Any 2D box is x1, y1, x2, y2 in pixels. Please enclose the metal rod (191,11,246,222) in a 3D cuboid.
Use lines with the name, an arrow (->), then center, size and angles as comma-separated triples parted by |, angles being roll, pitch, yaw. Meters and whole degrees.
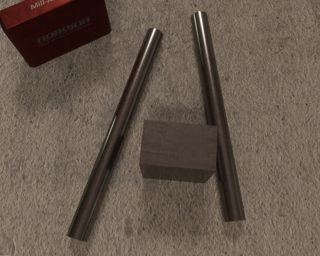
metal rod -> 0.074, -0.029, 0.419 | 0.025, 0.025, 0.299 | -5, 70, -2

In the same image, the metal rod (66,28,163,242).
metal rod -> -0.052, -0.005, 0.409 | 0.025, 0.025, 0.299 | 17, 71, 5

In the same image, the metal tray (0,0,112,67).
metal tray -> -0.137, -0.143, 0.424 | 0.131, 0.090, 0.030 | -28, 73, -10

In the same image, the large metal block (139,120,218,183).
large metal block -> 0.020, 0.031, 0.368 | 0.080, 0.080, 0.050 | 5, 70, 1
